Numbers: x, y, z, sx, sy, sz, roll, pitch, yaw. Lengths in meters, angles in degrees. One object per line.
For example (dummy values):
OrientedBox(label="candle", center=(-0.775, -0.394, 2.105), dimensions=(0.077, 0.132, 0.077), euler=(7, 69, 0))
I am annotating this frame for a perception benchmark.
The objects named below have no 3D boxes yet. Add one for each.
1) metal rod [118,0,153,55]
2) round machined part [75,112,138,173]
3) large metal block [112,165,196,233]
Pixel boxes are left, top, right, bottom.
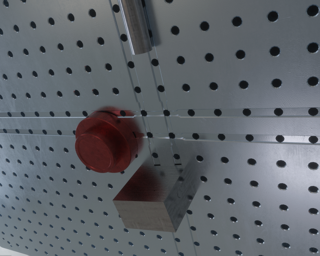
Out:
OrientedBox(label="metal rod", center=(-0.053, -0.221, 0.302), dimensions=(0.025, 0.025, 0.298), euler=(1, 119, 28))
OrientedBox(label="round machined part", center=(-0.087, 0.028, 0.464), dimensions=(0.098, 0.042, 0.097), euler=(13, 124, 21))
OrientedBox(label="large metal block", center=(-0.005, 0.097, 0.438), dimensions=(0.080, 0.080, 0.050), euler=(-6, 115, 31))
